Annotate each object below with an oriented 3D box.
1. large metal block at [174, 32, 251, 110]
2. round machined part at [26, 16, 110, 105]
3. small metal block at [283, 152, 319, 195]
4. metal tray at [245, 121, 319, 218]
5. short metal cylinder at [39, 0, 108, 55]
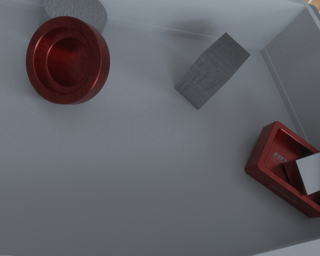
[{"bbox_3d":[0.078,-0.085,0.466,0.050,0.080,0.080,43,51,1],"label":"large metal block"},{"bbox_3d":[-0.102,-0.076,0.363,0.098,0.098,0.042,53,16,8],"label":"round machined part"},{"bbox_3d":[0.216,0.067,0.453,0.050,0.025,0.050,-12,81,-24],"label":"small metal block"},{"bbox_3d":[0.201,0.062,0.463,0.130,0.030,0.090,35,63,-5],"label":"metal tray"},{"bbox_3d":[-0.116,-0.139,0.413,0.081,0.050,0.080,14,56,-21],"label":"short metal cylinder"}]
